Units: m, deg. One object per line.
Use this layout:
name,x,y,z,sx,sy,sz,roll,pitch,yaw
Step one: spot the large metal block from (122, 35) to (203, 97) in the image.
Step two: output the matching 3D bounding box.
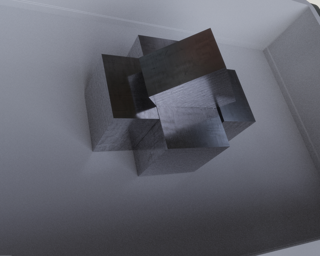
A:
large metal block,-0.002,-0.071,0.411,0.081,0.080,0.050,0,62,-28

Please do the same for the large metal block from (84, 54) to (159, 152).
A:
large metal block,-0.048,-0.026,0.359,0.050,0.080,0.080,0,62,-28

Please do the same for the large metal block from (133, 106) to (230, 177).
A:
large metal block,0.021,0.017,0.369,0.081,0.080,0.050,0,62,-28

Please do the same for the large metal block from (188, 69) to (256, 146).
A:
large metal block,0.071,-0.024,0.419,0.050,0.080,0.080,0,62,-29

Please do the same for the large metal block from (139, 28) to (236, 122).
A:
large metal block,0.033,-0.053,0.346,0.080,0.080,0.050,45,27,-62
